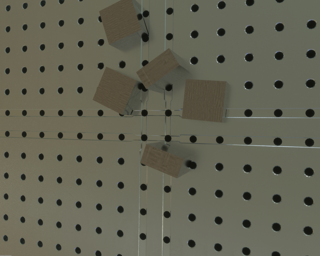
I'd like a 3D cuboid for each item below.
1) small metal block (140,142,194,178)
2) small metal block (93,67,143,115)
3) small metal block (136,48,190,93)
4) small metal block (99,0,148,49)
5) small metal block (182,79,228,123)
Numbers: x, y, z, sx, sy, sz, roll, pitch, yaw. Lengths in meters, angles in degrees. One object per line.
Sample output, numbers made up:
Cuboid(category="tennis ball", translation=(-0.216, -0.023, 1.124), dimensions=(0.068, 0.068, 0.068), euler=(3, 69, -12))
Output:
Cuboid(category="small metal block", translation=(0.010, 0.039, 0.395), dimensions=(0.050, 0.050, 0.025), euler=(21, 97, 18))
Cuboid(category="small metal block", translation=(-0.058, -0.051, 0.432), dimensions=(0.050, 0.025, 0.050), euler=(27, 99, 17))
Cuboid(category="small metal block", translation=(0.005, -0.072, 0.397), dimensions=(0.050, 0.050, 0.025), euler=(-33, 80, 17))
Cuboid(category="small metal block", translation=(-0.050, -0.145, 0.429), dimensions=(0.050, 0.025, 0.050), euler=(-19, 84, 18))
Cuboid(category="small metal block", translation=(0.058, -0.034, 0.392), dimensions=(0.050, 0.025, 0.050), euler=(7, 92, 19))
